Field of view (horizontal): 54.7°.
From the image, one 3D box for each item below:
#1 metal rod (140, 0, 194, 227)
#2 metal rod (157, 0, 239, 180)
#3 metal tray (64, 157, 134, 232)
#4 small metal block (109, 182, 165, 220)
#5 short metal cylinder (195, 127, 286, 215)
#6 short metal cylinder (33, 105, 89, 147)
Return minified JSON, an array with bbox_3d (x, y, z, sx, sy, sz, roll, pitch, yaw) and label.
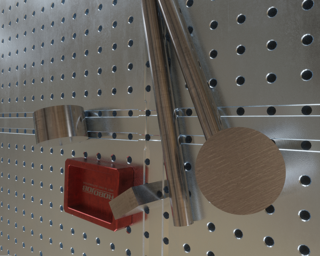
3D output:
[{"bbox_3d":[0.007,-0.027,0.401,0.025,0.025,0.298,-14,81,39],"label":"metal rod"},{"bbox_3d":[0.036,-0.081,0.378,0.025,0.025,0.299,-28,73,36],"label":"metal rod"},{"bbox_3d":[-0.100,0.098,0.485,0.130,0.030,0.089,4,93,39],"label":"metal tray"},{"bbox_3d":[-0.031,0.097,0.417,0.050,0.050,0.025,-38,67,33],"label":"small metal block"},{"bbox_3d":[0.077,0.043,0.306,0.080,0.050,0.080,-2,78,9],"label":"short metal cylinder"},{"bbox_3d":[-0.161,-0.002,0.503,0.080,0.081,0.050,-18,79,38],"label":"short metal cylinder"}]
